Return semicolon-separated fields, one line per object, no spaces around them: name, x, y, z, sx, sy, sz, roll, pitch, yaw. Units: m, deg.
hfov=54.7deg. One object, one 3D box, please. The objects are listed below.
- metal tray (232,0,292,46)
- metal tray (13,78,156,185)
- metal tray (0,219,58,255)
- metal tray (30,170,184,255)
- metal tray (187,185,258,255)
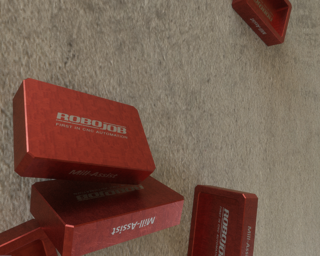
metal tray;0.188;-0.222;0.561;0.131;0.030;0.090;29;72;-37
metal tray;-0.073;0.007;0.310;0.131;0.030;0.090;13;44;-39
metal tray;-0.136;0.164;0.288;0.091;0.030;0.129;-19;103;-39
metal tray;-0.052;0.078;0.317;0.131;0.090;0.030;-2;107;-40
metal tray;0.085;0.151;0.436;0.030;0.090;0.129;12;82;-40
